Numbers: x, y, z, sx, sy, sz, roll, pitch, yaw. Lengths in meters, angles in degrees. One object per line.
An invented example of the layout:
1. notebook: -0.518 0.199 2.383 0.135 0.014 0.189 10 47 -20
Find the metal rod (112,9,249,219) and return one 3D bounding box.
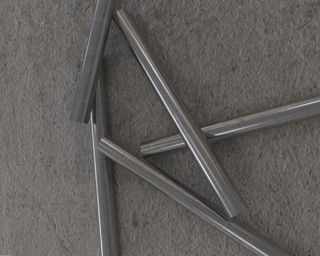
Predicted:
1. metal rod: 0.016 -0.031 0.382 0.025 0.025 0.299 -35 71 16

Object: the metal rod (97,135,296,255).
1. metal rod: 0.048 0.096 0.382 0.301 0.025 0.025 31 100 13

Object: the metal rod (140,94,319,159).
1. metal rod: 0.116 -0.008 0.367 0.301 0.025 0.025 -16 85 19

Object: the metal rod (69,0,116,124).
1. metal rod: -0.077 -0.153 0.418 0.025 0.025 0.298 11 87 19

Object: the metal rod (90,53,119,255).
1. metal rod: -0.082 0.042 0.437 0.025 0.025 0.298 -6 88 20
